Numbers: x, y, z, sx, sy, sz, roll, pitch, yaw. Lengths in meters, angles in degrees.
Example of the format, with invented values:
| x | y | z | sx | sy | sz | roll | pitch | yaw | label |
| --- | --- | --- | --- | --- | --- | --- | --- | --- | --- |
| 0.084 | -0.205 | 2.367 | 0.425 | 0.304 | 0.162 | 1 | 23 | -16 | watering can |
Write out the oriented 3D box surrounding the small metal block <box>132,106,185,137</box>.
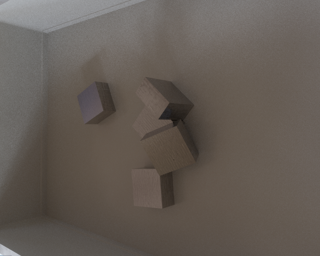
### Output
| x | y | z | sx | sy | sz | roll | pitch | yaw | label |
| --- | --- | --- | --- | --- | --- | --- | --- | --- | --- |
| -0.003 | -0.005 | 0.409 | 0.050 | 0.025 | 0.050 | 49 | 119 | 29 | small metal block |

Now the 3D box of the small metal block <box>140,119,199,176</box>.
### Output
| x | y | z | sx | sy | sz | roll | pitch | yaw | label |
| --- | --- | --- | --- | --- | --- | --- | --- | --- | --- |
| 0.012 | 0.024 | 0.376 | 0.050 | 0.025 | 0.050 | -23 | 103 | 22 | small metal block |

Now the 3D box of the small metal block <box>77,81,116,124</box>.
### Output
| x | y | z | sx | sy | sz | roll | pitch | yaw | label |
| --- | --- | --- | --- | --- | --- | --- | --- | --- | --- |
| -0.101 | -0.039 | 0.491 | 0.050 | 0.025 | 0.050 | -29 | 72 | 36 | small metal block |

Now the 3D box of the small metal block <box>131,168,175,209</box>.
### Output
| x | y | z | sx | sy | sz | roll | pitch | yaw | label |
| --- | --- | --- | --- | --- | --- | --- | --- | --- | --- |
| -0.010 | 0.079 | 0.415 | 0.050 | 0.025 | 0.050 | -7 | 86 | 40 | small metal block |

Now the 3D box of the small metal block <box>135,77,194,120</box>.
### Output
| x | y | z | sx | sy | sz | roll | pitch | yaw | label |
| --- | --- | --- | --- | --- | --- | --- | --- | --- | --- |
| 0.006 | -0.036 | 0.386 | 0.050 | 0.050 | 0.025 | 49 | 119 | 28 | small metal block |
